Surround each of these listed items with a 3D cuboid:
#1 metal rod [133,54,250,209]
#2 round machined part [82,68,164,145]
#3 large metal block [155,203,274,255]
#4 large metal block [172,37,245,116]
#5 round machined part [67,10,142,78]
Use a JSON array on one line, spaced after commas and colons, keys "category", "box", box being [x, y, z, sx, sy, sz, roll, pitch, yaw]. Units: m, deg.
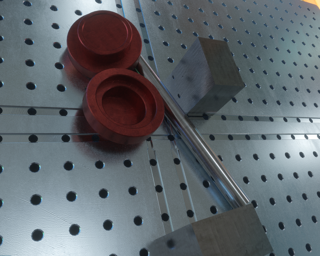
[{"category": "metal rod", "box": [0.021, -0.019, 0.430, 0.025, 0.025, 0.299, -28, 77, -37]}, {"category": "round machined part", "box": [-0.048, -0.023, 0.386, 0.099, 0.042, 0.098, 13, 56, -21]}, {"category": "large metal block", "box": [0.054, 0.123, 0.327, 0.081, 0.080, 0.050, -7, 65, -31]}, {"category": "large metal block", "box": [0.067, -0.072, 0.453, 0.050, 0.080, 0.080, 0, 62, -28]}, {"category": "round machined part", "box": [-0.072, -0.115, 0.410, 0.099, 0.042, 0.098, 4, 70, -10]}]
